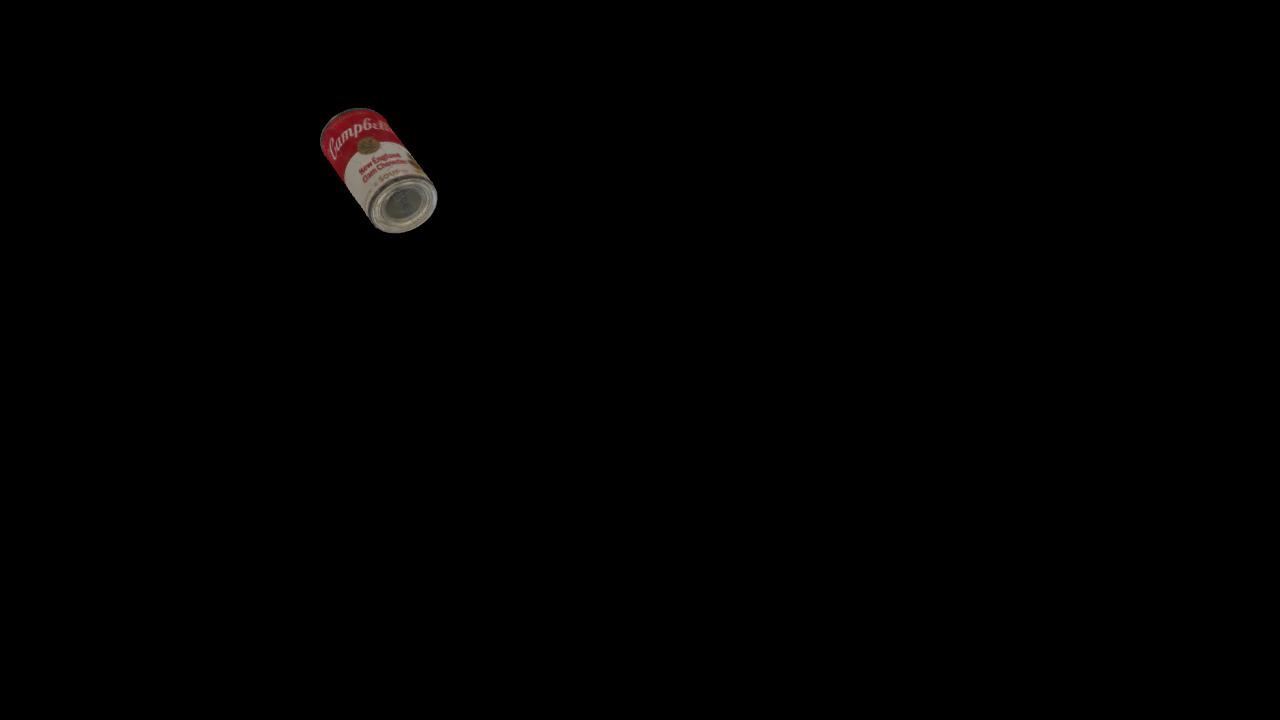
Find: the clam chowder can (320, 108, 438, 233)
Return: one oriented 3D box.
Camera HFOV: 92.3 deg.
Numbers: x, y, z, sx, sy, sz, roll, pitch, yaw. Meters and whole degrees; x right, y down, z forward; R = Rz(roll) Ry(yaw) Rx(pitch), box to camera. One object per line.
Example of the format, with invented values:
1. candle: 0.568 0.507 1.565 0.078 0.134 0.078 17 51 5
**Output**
1. clam chowder can: -0.245 -0.177 0.579 0.068 0.102 0.068 -34 -18 -13
